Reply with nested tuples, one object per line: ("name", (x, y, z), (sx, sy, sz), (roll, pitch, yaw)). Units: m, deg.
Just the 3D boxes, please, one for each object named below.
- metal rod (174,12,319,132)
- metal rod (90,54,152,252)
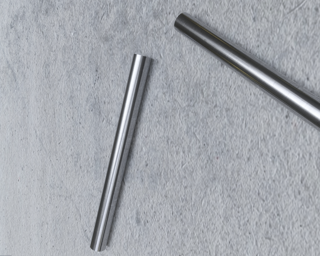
("metal rod", (0.119, -0.039, 0.305), (0.300, 0.025, 0.025), (45, 117, 30))
("metal rod", (-0.060, 0.043, 0.451), (0.025, 0.025, 0.298), (23, 104, 37))
